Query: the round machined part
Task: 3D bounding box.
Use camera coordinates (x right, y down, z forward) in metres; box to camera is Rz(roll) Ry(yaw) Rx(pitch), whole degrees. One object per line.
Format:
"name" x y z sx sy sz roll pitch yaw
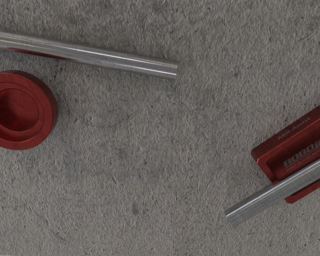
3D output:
"round machined part" -0.177 -0.025 0.390 0.099 0.042 0.097 0 110 0

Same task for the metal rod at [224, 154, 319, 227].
"metal rod" 0.216 0.041 0.394 0.300 0.025 0.025 -34 107 11

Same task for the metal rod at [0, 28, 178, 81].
"metal rod" -0.128 -0.096 0.373 0.302 0.025 0.025 9 110 -4

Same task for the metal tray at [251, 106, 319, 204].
"metal tray" 0.204 0.034 0.421 0.130 0.030 0.090 -36 106 12
